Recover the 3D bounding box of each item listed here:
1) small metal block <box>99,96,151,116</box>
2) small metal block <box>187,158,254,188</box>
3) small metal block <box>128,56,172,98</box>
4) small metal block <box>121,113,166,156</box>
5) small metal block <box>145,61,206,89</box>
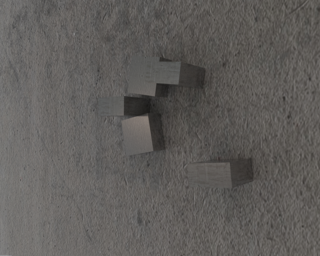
[{"bbox_3d":[-0.049,-0.029,0.429,0.050,0.050,0.025,1,90,40],"label":"small metal block"},{"bbox_3d":[0.066,0.048,0.334,0.050,0.050,0.025,-7,86,40],"label":"small metal block"},{"bbox_3d":[-0.014,-0.069,0.417,0.050,0.025,0.050,12,98,39],"label":"small metal block"},{"bbox_3d":[-0.023,0.009,0.424,0.050,0.025,0.050,-14,82,39],"label":"small metal block"},{"bbox_3d":[0.019,-0.064,0.373,0.050,0.050,0.025,11,97,39],"label":"small metal block"}]
